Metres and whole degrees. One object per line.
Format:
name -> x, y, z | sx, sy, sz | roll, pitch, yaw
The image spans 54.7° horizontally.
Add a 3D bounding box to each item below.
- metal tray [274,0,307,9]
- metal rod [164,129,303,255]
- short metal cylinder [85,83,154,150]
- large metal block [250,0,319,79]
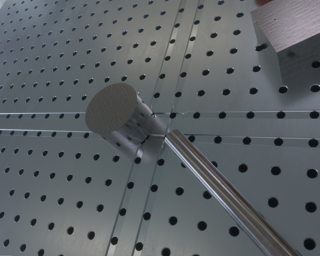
metal tray -> 0.207, -0.237, 0.441 | 0.130, 0.030, 0.090 | -40, 51, 1
metal rod -> 0.095, 0.098, 0.298 | 0.025, 0.025, 0.300 | -42, 51, -1
short metal cylinder -> -0.056, -0.016, 0.431 | 0.080, 0.050, 0.080 | -13, 56, 21
large metal block -> 0.168, -0.119, 0.377 | 0.080, 0.050, 0.080 | -24, 53, 13
